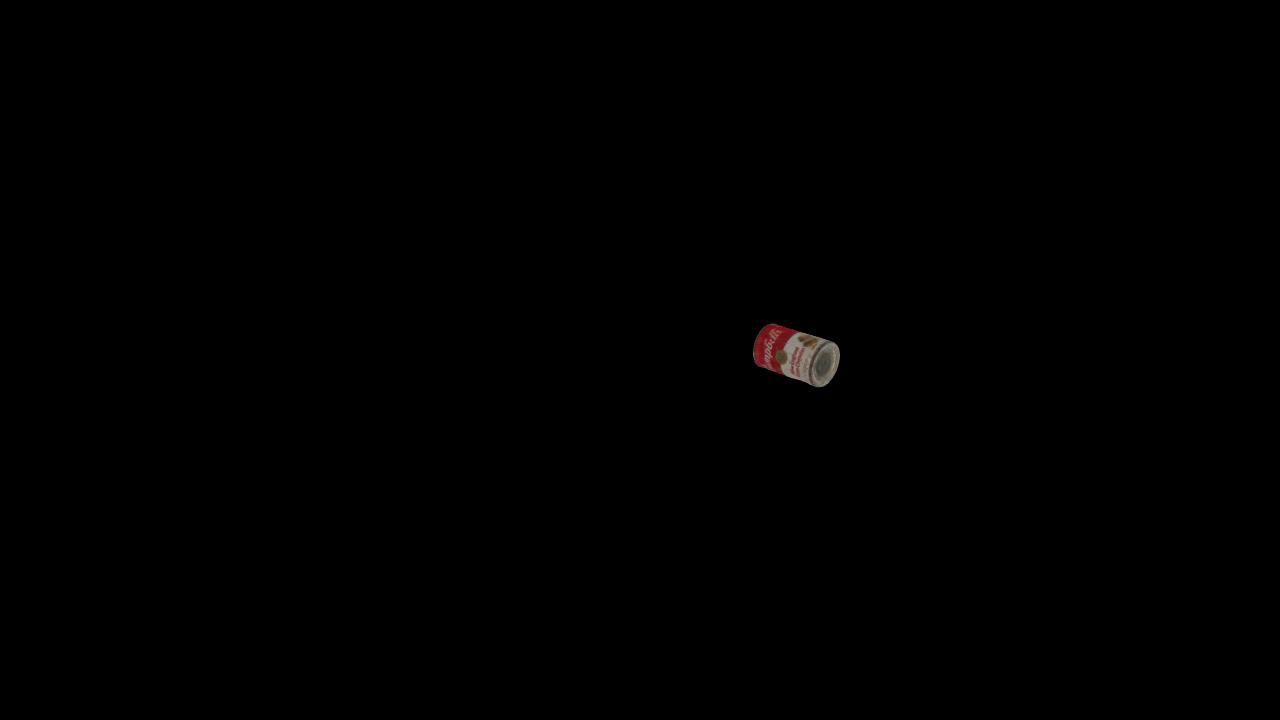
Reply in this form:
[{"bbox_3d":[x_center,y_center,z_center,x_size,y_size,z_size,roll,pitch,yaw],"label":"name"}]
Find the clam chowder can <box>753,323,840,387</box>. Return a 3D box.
[{"bbox_3d":[0.221,-0.007,0.870,0.068,0.068,0.102,0,16,-42],"label":"clam chowder can"}]
